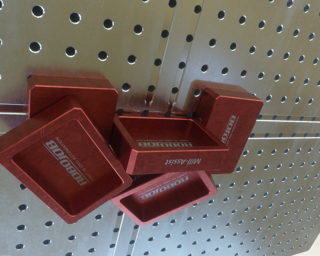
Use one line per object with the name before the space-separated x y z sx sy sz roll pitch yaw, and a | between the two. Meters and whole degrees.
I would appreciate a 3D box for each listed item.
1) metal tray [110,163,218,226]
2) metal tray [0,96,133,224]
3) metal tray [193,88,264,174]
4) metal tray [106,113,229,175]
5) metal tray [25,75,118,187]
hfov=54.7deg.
metal tray | 0.006 0.086 0.442 0.130 0.030 0.090 -26 131 10
metal tray | -0.098 0.040 0.339 0.090 0.030 0.130 -33 130 -7
metal tray | 0.090 0.009 0.463 0.091 0.030 0.129 3 117 -30
metal tray | 0.008 0.017 0.384 0.131 0.090 0.030 1 118 -30
metal tray | -0.105 0.007 0.356 0.091 0.030 0.129 -1 120 -28
